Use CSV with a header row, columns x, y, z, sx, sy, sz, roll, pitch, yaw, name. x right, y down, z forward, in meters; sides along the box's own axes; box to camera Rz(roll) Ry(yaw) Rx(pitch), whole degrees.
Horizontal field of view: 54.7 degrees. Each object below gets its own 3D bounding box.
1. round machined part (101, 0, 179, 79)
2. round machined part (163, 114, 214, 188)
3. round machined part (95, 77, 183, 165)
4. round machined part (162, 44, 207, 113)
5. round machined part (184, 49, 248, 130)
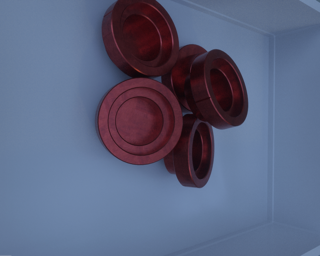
x,y,z,sx,sy,sz,roll,pitch,yaw,name
-0.027,-0.104,0.369,0.099,0.042,0.097,8,78,-40,round machined part
0.037,0.030,0.415,0.098,0.042,0.097,-1,92,-62,round machined part
-0.026,-0.008,0.362,0.099,0.042,0.097,-1,92,-20,round machined part
0.053,-0.071,0.442,0.099,0.042,0.097,0,90,-40,round machined part
0.068,-0.045,0.389,0.099,0.042,0.098,19,63,-43,round machined part
